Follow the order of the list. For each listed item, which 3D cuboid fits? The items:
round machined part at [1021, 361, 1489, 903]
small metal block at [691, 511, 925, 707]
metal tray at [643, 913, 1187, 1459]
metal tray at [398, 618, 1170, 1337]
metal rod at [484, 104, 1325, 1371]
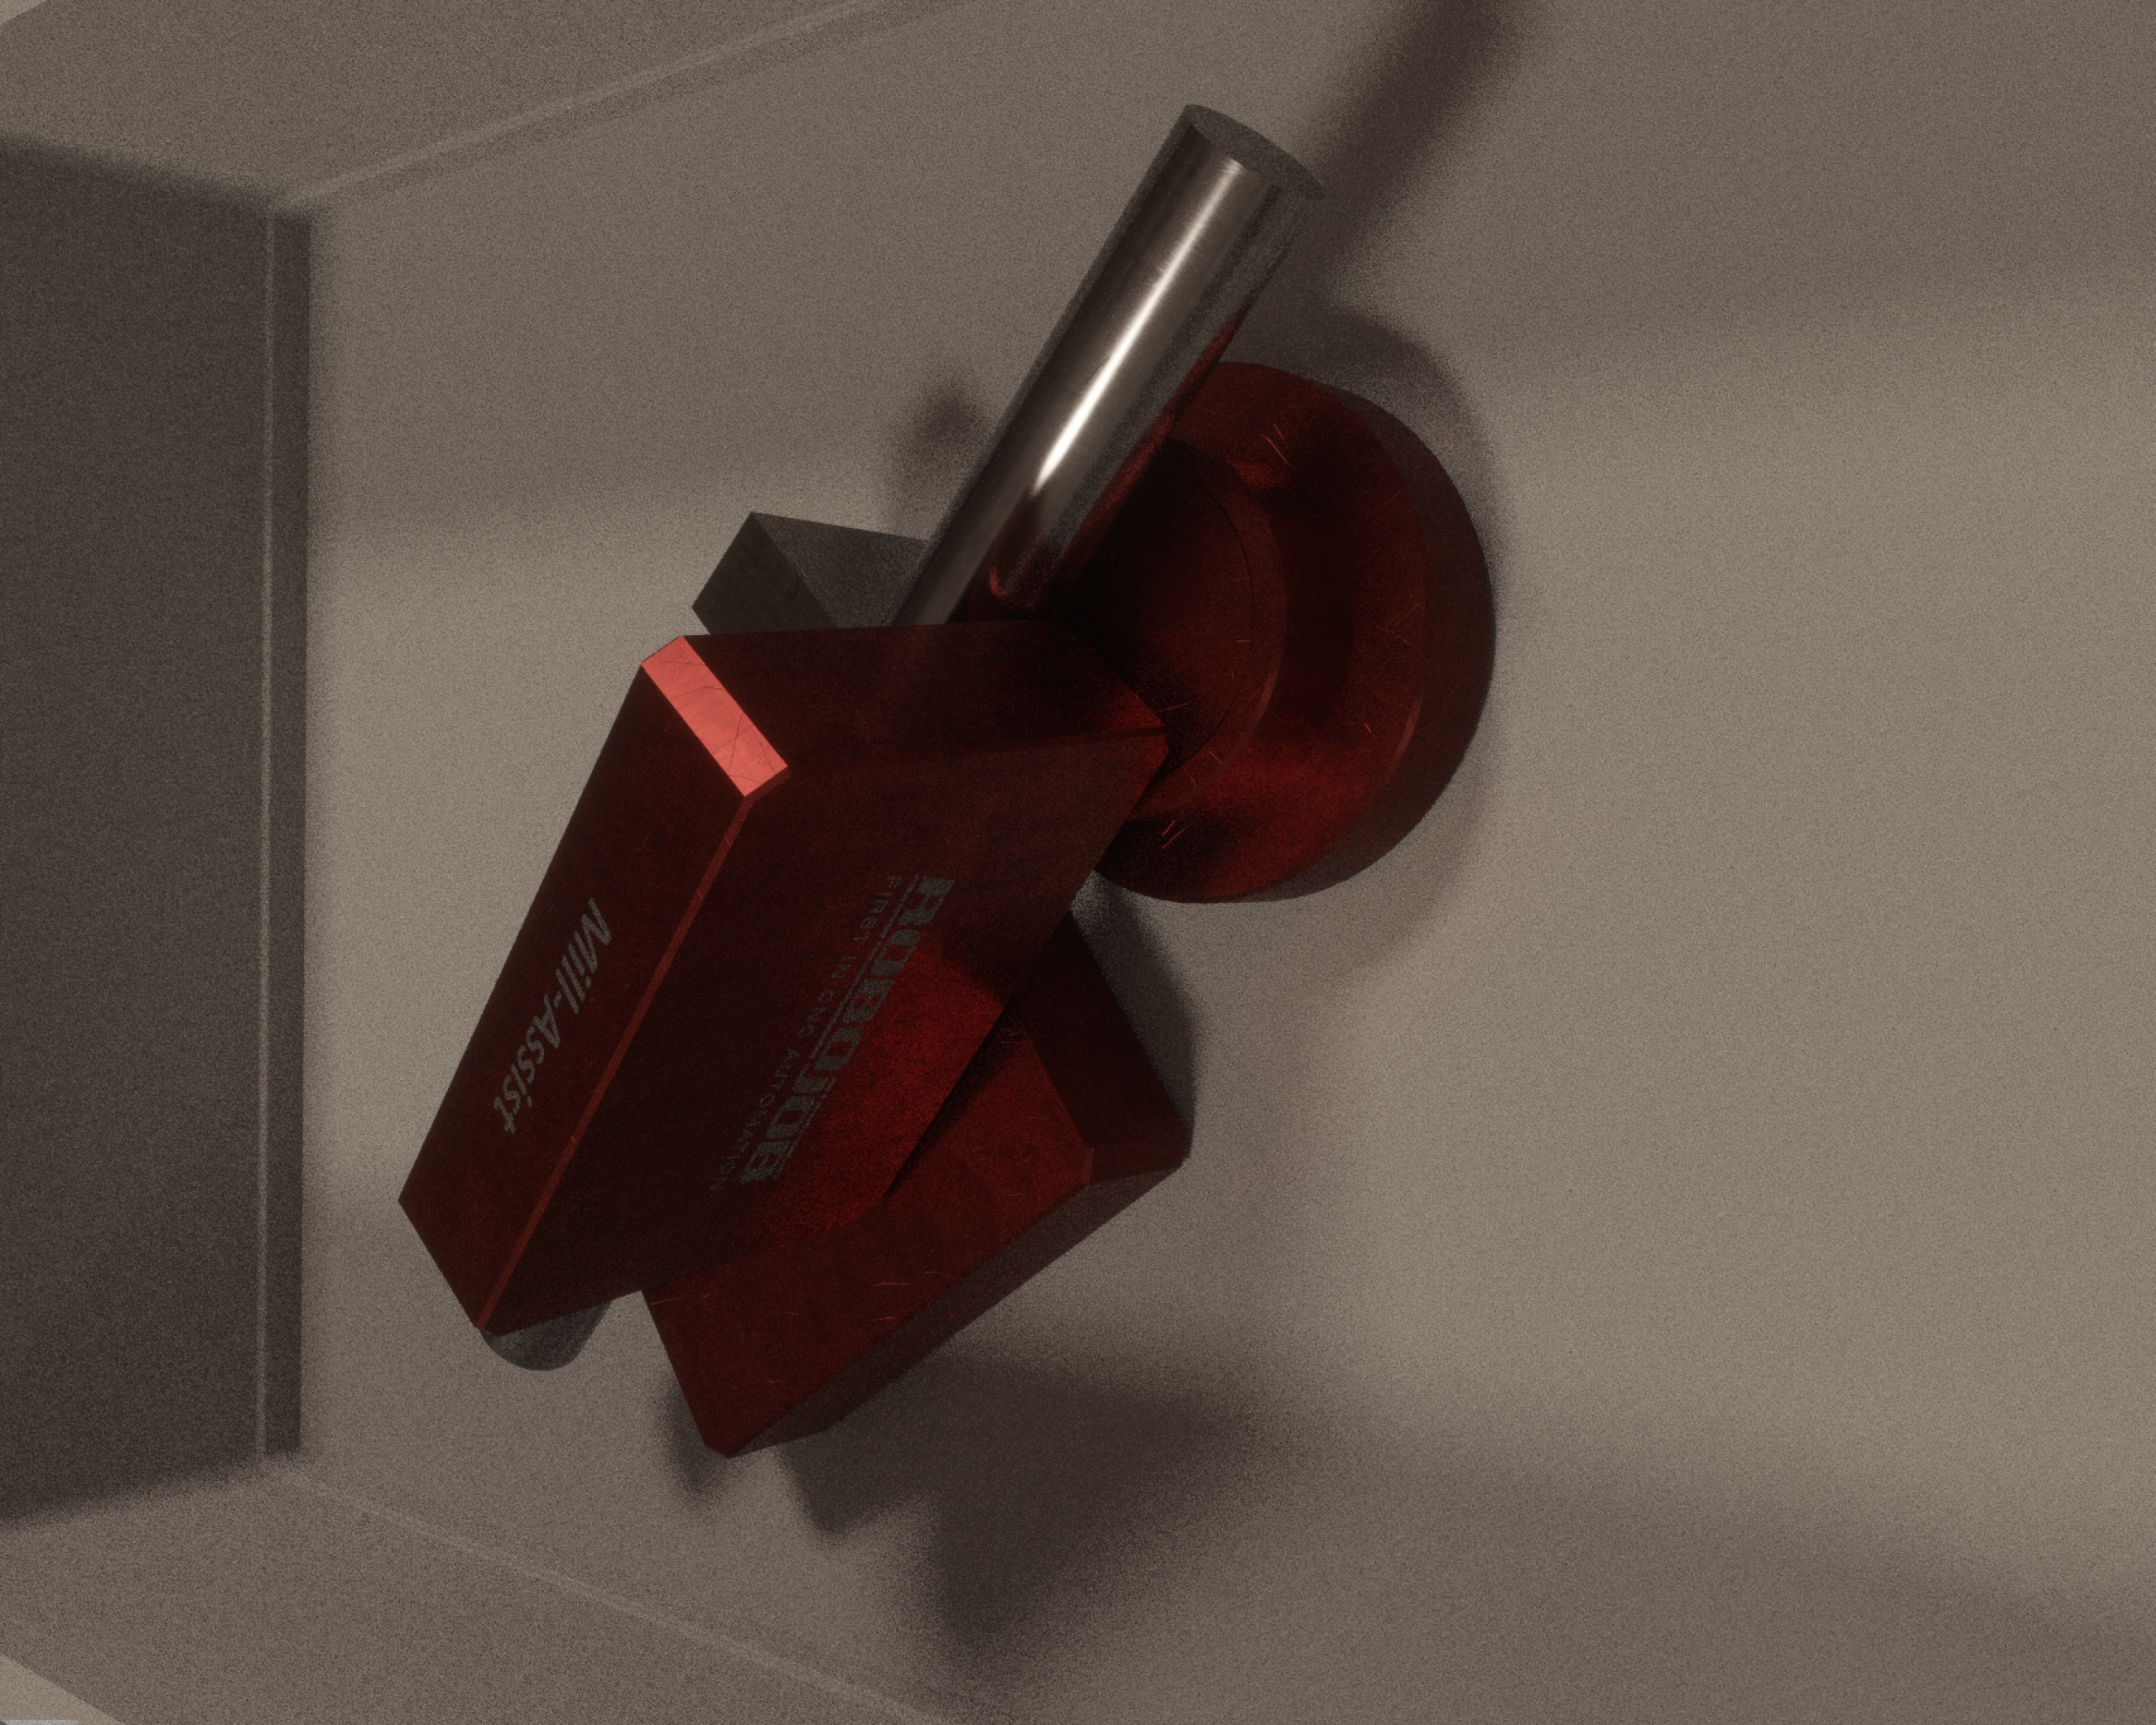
[{"bbox_3d":[0.020,-0.041,0.375,0.098,0.042,0.097,0,90,39],"label":"round machined part"},{"bbox_3d":[-0.041,-0.042,0.420,0.025,0.050,0.050,-52,60,27],"label":"small metal block"},{"bbox_3d":[-0.047,0.056,0.438,0.129,0.030,0.090,-42,65,31],"label":"metal tray"},{"bbox_3d":[-0.050,0.019,0.353,0.030,0.091,0.129,49,125,25],"label":"metal tray"},{"bbox_3d":[-0.048,-0.002,0.391,0.025,0.025,0.298,52,124,27],"label":"metal rod"}]
